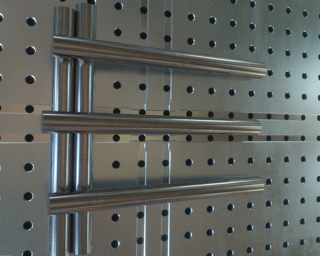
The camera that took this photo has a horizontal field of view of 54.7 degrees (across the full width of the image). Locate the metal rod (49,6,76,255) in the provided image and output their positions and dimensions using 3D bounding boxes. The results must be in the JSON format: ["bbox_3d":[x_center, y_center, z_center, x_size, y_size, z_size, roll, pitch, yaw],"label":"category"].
[{"bbox_3d":[-0.117,0.008,0.369,0.025,0.025,0.298,1,90,-20],"label":"metal rod"}]

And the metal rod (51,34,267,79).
[{"bbox_3d":[0.018,-0.089,0.405,0.303,0.025,0.025,1,90,-26],"label":"metal rod"}]

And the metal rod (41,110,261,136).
[{"bbox_3d":[0.009,-0.004,0.401,0.303,0.025,0.025,1,90,-26],"label":"metal rod"}]

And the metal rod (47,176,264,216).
[{"bbox_3d":[0.014,0.085,0.404,0.303,0.025,0.025,1,90,-26],"label":"metal rod"}]

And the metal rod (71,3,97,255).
[{"bbox_3d":[-0.093,0.001,0.378,0.025,0.025,0.298,1,90,-20],"label":"metal rod"}]
